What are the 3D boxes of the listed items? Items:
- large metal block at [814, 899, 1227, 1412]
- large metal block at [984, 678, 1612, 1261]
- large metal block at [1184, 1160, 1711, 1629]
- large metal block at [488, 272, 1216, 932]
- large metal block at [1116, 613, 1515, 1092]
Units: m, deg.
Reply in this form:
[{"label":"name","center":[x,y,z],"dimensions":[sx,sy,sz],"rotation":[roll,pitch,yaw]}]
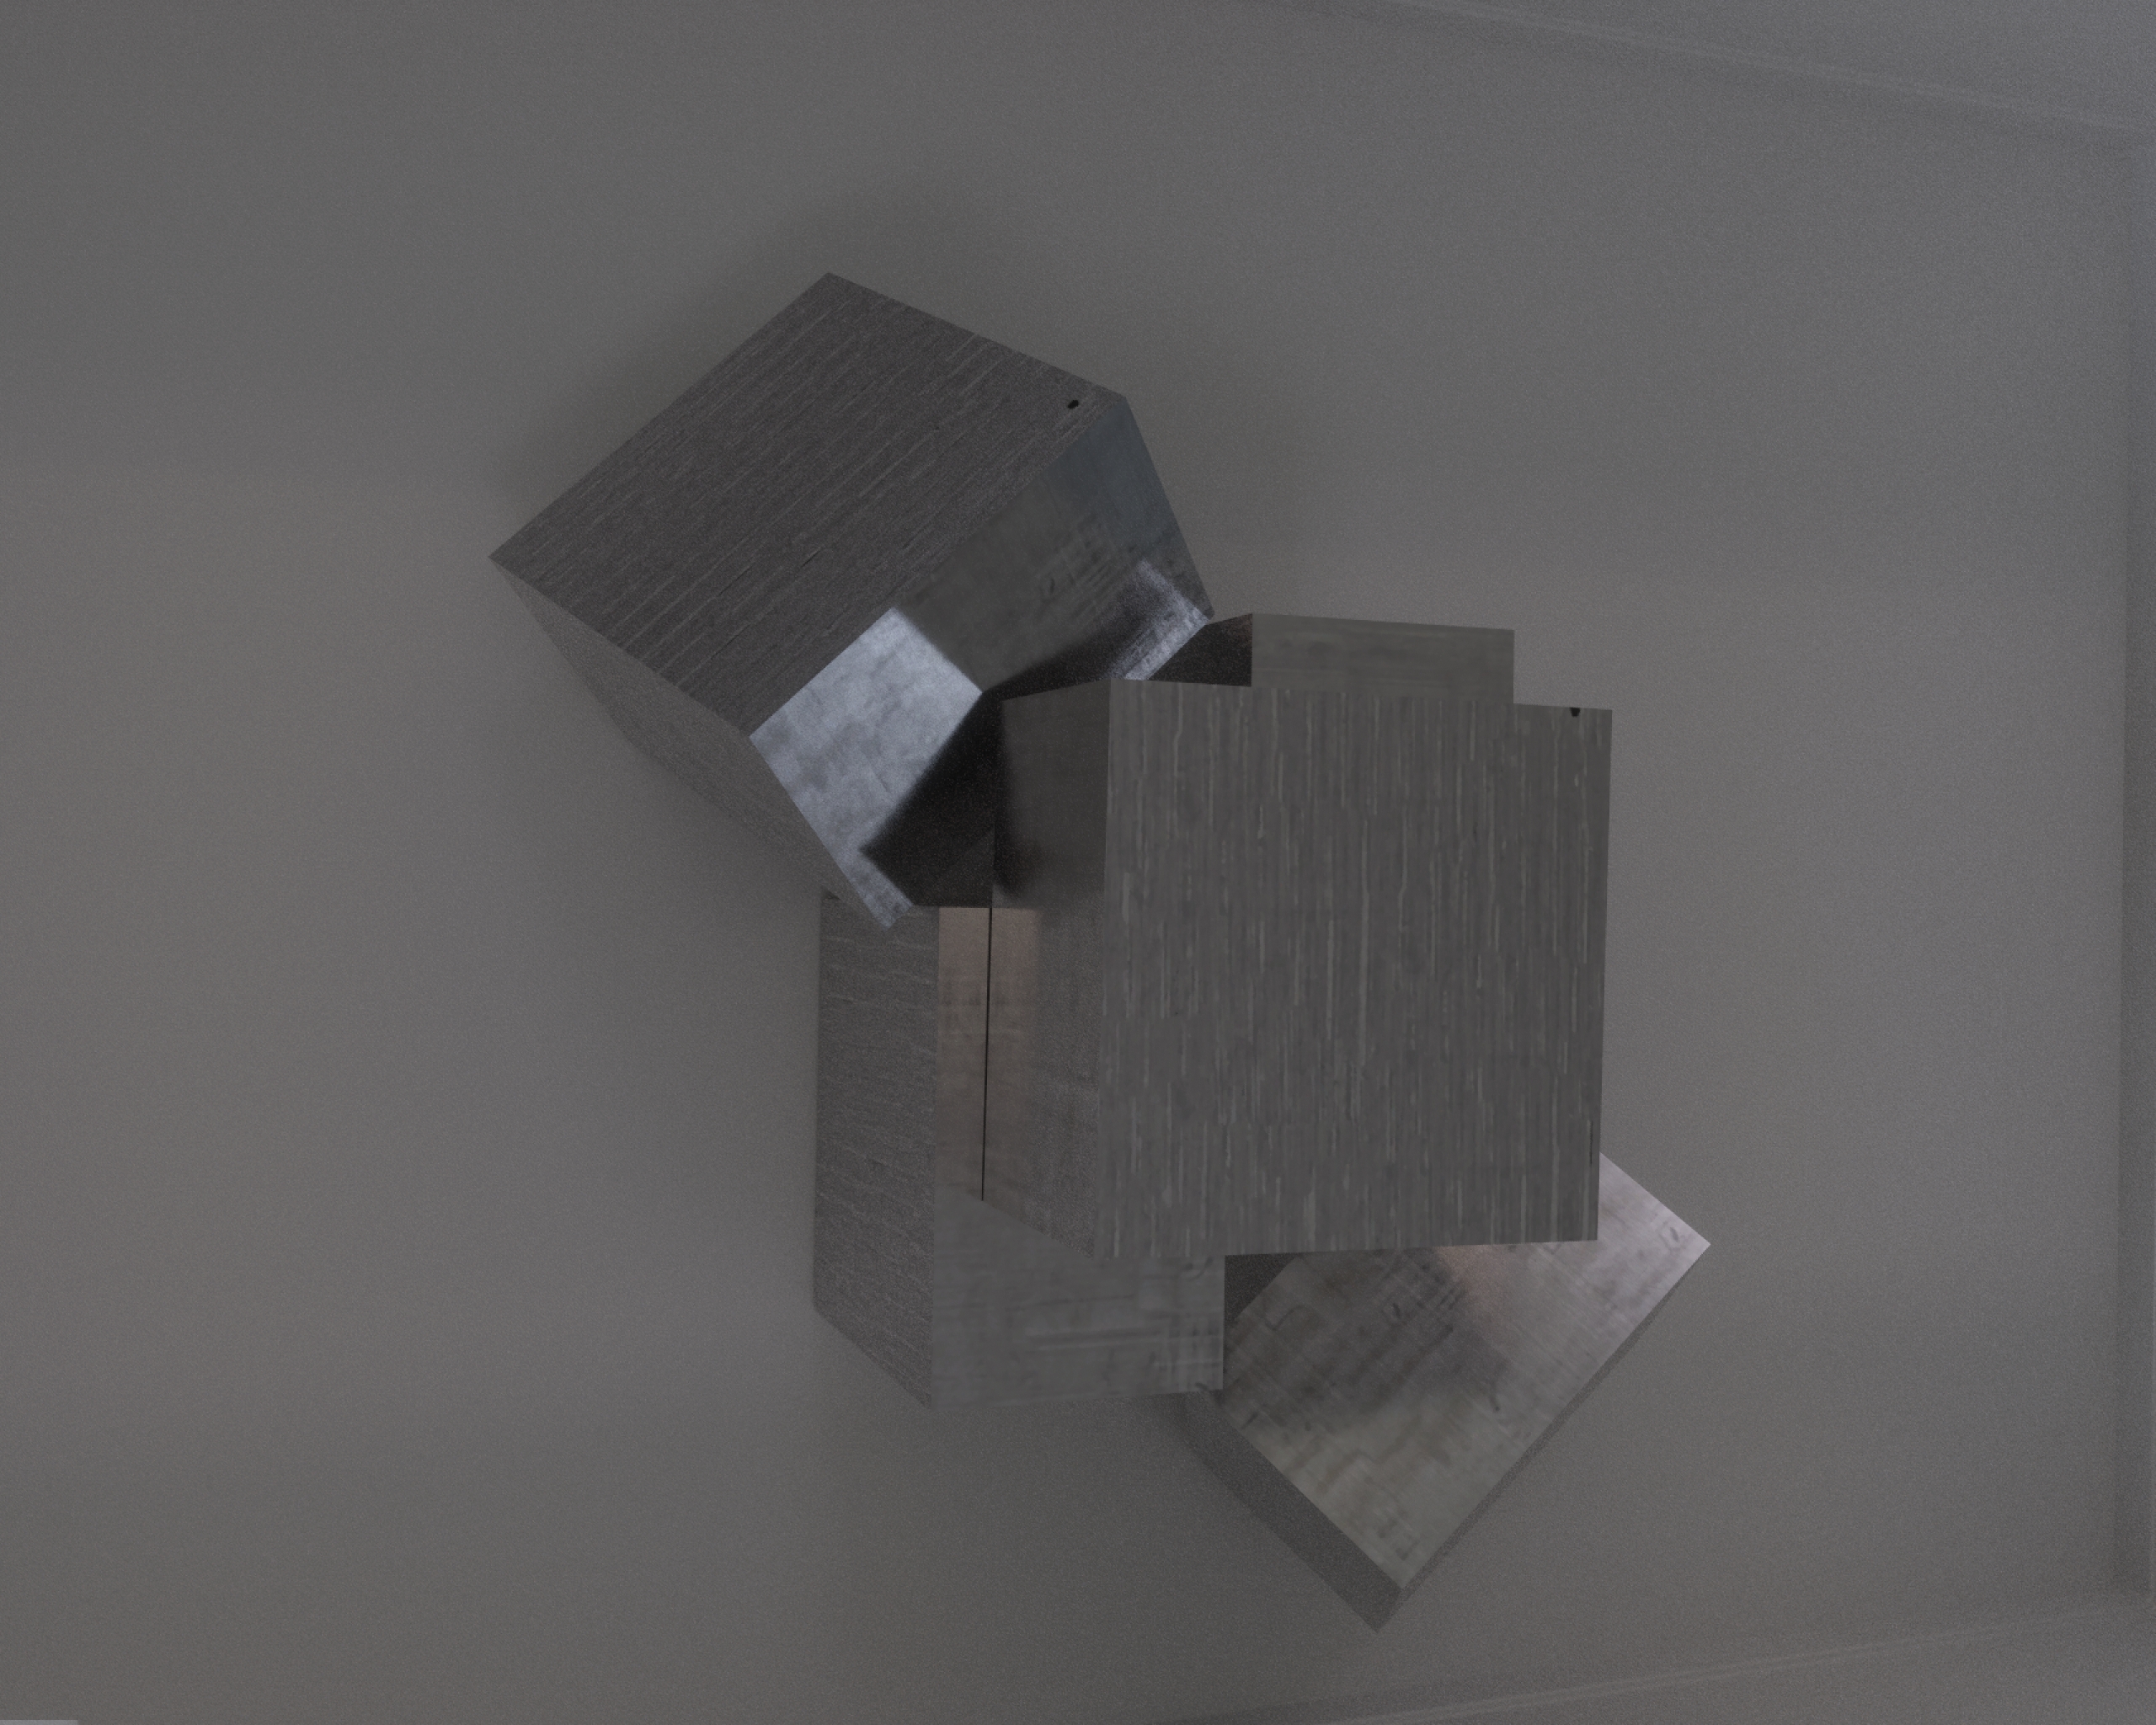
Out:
[{"label":"large metal block","center":[-0.013,0.047,0.375],"dimensions":[0.050,0.080,0.080],"rotation":[1,90,-20]},{"label":"large metal block","center":[0.033,0.015,0.322],"dimensions":[0.081,0.050,0.080],"rotation":[2,90,-20]},{"label":"large metal block","center":[0.067,0.094,0.396],"dimensions":[0.080,0.080,0.050],"rotation":[-43,69,-15]},{"label":"large metal block","center":[-0.038,-0.047,0.358],"dimensions":[0.080,0.080,0.050],"rotation":[-45,139,-15]},{"label":"large metal block","center":[0.038,-0.001,0.392],"dimensions":[0.050,0.080,0.080],"rotation":[1,90,-20]}]
